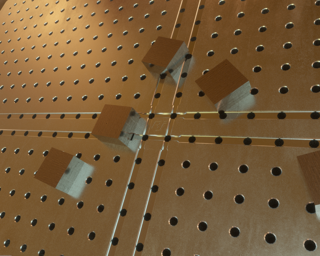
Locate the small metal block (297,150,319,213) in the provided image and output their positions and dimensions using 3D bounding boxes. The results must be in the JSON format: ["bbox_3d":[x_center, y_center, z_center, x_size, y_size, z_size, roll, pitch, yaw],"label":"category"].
[{"bbox_3d":[0.165,0.047,0.293,0.050,0.025,0.050,-18,55,18],"label":"small metal block"}]

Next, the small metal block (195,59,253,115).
[{"bbox_3d":[0.081,-0.053,0.399,0.050,0.025,0.050,-35,51,5],"label":"small metal block"}]

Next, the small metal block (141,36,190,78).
[{"bbox_3d":[0.009,-0.109,0.471,0.050,0.025,0.050,23,74,36],"label":"small metal block"}]

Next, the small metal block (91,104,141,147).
[{"bbox_3d":[-0.063,-0.005,0.446,0.050,0.025,0.050,8,66,32],"label":"small metal block"}]

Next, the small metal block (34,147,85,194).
[{"bbox_3d":[-0.146,0.061,0.449,0.050,0.025,0.050,14,69,34],"label":"small metal block"}]
